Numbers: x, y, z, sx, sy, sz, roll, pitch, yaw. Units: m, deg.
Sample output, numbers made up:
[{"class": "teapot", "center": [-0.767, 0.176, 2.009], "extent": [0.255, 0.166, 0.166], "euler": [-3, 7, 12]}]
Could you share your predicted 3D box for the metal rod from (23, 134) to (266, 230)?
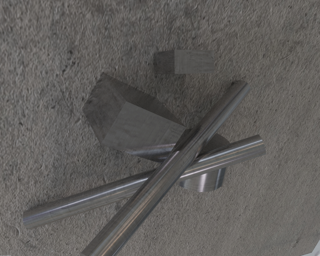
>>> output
[{"class": "metal rod", "center": [-0.023, 0.067, 0.375], "extent": [0.301, 0.025, 0.025], "euler": [-19, 128, 6]}]

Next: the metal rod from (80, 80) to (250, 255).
[{"class": "metal rod", "center": [0.029, 0.029, 0.351], "extent": [0.301, 0.025, 0.025], "euler": [-45, 136, -35]}]

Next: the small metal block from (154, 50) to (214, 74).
[{"class": "small metal block", "center": [0.027, -0.075, 0.355], "extent": [0.050, 0.050, 0.025], "euler": [-6, 102, -25]}]

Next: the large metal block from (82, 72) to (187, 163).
[{"class": "large metal block", "center": [-0.031, -0.011, 0.348], "extent": [0.080, 0.080, 0.050], "euler": [22, 106, -36]}]

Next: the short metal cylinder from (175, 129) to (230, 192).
[{"class": "short metal cylinder", "center": [0.054, 0.043, 0.428], "extent": [0.081, 0.080, 0.050], "euler": [-8, 122, -24]}]
